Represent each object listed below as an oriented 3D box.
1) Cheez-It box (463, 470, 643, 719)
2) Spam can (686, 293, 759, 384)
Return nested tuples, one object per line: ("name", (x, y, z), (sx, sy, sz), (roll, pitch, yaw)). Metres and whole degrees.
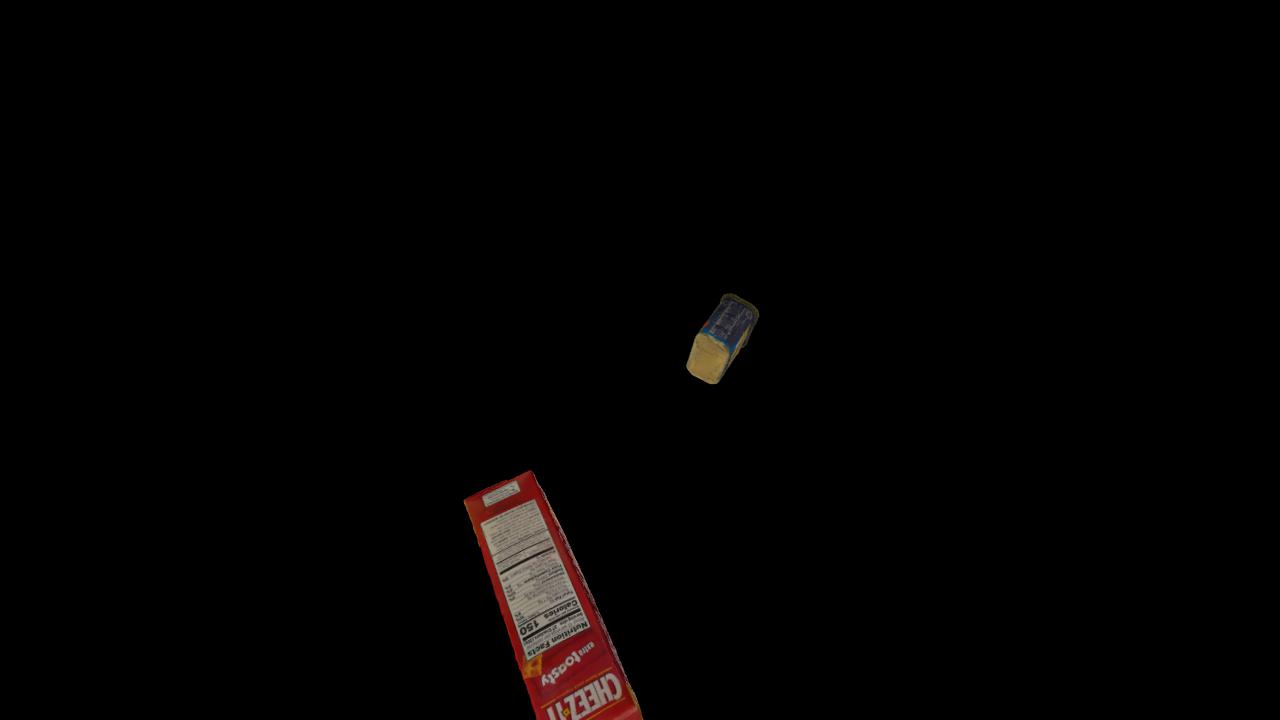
("Cheez-It box", (-0.066, 0.227, 0.515), (0.071, 0.166, 0.223), (-23, 45, -13))
("Spam can", (0.111, -0.026, 0.842), (0.058, 0.085, 0.101), (30, -31, 12))
